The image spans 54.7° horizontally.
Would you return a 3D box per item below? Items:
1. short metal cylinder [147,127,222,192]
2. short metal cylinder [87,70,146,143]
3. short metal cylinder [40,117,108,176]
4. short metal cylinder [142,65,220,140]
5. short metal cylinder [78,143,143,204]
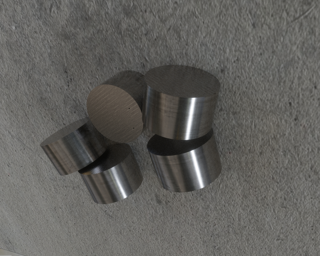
[{"bbox_3d":[0.030,0.033,0.376,0.080,0.080,0.050,-3,117,30],"label":"short metal cylinder"},{"bbox_3d":[-0.046,-0.028,0.398,0.080,0.050,0.079,13,124,21],"label":"short metal cylinder"},{"bbox_3d":[-0.125,0.025,0.453,0.080,0.080,0.050,-16,110,34],"label":"short metal cylinder"},{"bbox_3d":[0.022,-0.030,0.341,0.080,0.080,0.050,18,125,18],"label":"short metal cylinder"},{"bbox_3d":[-0.071,0.064,0.449,0.080,0.080,0.050,-6,116,31],"label":"short metal cylinder"}]
